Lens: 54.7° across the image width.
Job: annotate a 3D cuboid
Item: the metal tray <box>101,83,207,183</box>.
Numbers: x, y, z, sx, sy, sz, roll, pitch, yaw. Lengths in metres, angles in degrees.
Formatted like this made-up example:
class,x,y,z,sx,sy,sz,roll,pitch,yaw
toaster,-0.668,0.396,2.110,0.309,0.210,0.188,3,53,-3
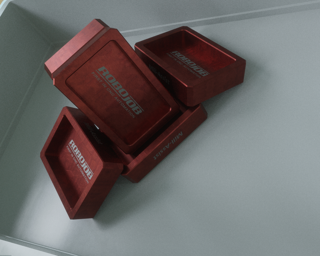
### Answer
class,x,y,z,sx,sy,sz,roll,pitch,yaw
metal tray,-0.014,-0.003,0.408,0.130,0.030,0.090,-43,51,-2

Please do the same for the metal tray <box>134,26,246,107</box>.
class,x,y,z,sx,sy,sz,roll,pitch,yaw
metal tray,0.036,-0.088,0.412,0.091,0.030,0.130,-26,48,-21

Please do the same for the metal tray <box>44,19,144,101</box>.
class,x,y,z,sx,sy,sz,roll,pitch,yaw
metal tray,-0.073,-0.066,0.412,0.090,0.130,0.030,-43,51,-1

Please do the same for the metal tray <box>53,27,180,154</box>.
class,x,y,z,sx,sy,sz,roll,pitch,yaw
metal tray,-0.049,-0.041,0.370,0.090,0.130,0.030,-42,28,-1

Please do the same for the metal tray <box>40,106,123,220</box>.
class,x,y,z,sx,sy,sz,roll,pitch,yaw
metal tray,-0.108,0.042,0.407,0.130,0.030,0.090,46,112,38
